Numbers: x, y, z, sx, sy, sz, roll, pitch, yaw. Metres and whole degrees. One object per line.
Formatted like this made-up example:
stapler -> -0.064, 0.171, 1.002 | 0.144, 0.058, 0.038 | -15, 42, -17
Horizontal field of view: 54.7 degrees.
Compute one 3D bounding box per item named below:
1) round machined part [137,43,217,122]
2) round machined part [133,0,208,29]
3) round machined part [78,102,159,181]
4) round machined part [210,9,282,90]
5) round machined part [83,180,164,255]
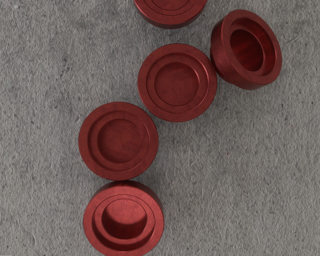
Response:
round machined part -> 0.021, -0.056, 0.401 | 0.099, 0.042, 0.097 | 0, 90, 0
round machined part -> 0.013, -0.176, 0.401 | 0.099, 0.042, 0.097 | 0, 90, 0
round machined part -> -0.051, 0.017, 0.400 | 0.099, 0.042, 0.097 | 0, 88, 0
round machined part -> 0.102, -0.093, 0.388 | 0.099, 0.042, 0.098 | 8, 72, -28
round machined part -> -0.044, 0.112, 0.395 | 0.099, 0.042, 0.097 | 0, 101, -1
